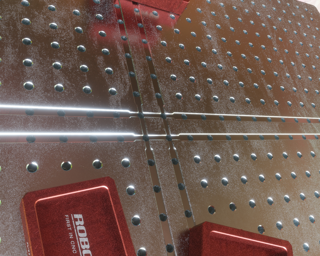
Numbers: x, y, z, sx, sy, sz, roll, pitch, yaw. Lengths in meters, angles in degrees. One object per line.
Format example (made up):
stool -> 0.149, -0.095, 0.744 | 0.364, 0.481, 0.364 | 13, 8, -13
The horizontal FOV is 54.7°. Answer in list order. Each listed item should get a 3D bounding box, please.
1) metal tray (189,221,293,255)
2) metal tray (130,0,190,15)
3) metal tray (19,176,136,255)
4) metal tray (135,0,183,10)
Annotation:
metal tray -> 0.097, 0.167, 0.356 | 0.131, 0.030, 0.090 | 18, 54, -18
metal tray -> -0.016, -0.261, 0.557 | 0.131, 0.030, 0.090 | 6, 59, -25
metal tray -> -0.073, 0.118, 0.293 | 0.091, 0.030, 0.130 | -7, 65, -32
metal tray -> -0.029, -0.247, 0.501 | 0.131, 0.030, 0.090 | 3, 61, -27
